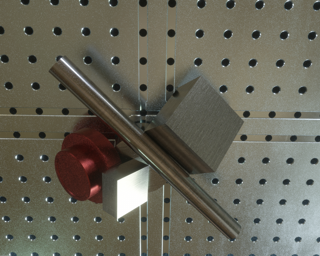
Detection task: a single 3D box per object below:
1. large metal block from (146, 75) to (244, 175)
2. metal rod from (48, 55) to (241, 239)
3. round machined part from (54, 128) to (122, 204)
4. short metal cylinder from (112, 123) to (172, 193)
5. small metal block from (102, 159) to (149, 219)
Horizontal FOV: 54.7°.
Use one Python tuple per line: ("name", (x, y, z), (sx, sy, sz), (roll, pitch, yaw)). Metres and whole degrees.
("large metal block", (0.042, -0.002, 0.373), (0.080, 0.050, 0.080), (44, 61, -15))
("metal rod", (-0.006, 0.033, 0.368), (0.025, 0.025, 0.300), (-42, 105, 14))
("round machined part", (-0.095, 0.052, 0.391), (0.098, 0.042, 0.097), (18, 120, 34))
("short metal cylinder", (-0.024, 0.039, 0.410), (0.081, 0.050, 0.079), (0, 110, 0))
("small metal block", (-0.040, 0.070, 0.366), (0.025, 0.050, 0.050), (19, 116, 36))
